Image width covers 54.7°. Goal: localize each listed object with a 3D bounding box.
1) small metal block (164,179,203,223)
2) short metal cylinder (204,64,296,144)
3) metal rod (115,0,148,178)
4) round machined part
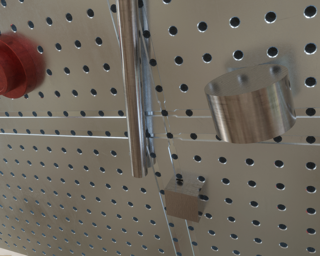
[{"bbox_3d":[0.036,0.107,0.457,0.050,0.025,0.050,8,122,23],"label":"small metal block"},{"bbox_3d":[0.090,-0.026,0.312,0.080,0.080,0.050,-6,116,30],"label":"short metal cylinder"},{"bbox_3d":[-0.034,-0.060,0.390,0.025,0.025,0.298,12,124,21],"label":"metal rod"},{"bbox_3d":[-0.242,-0.089,0.470,0.098,0.042,0.097,13,124,20],"label":"round machined part"}]
